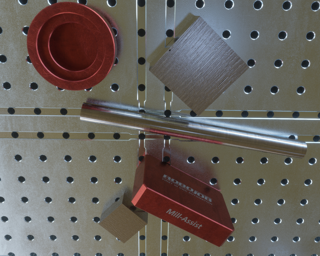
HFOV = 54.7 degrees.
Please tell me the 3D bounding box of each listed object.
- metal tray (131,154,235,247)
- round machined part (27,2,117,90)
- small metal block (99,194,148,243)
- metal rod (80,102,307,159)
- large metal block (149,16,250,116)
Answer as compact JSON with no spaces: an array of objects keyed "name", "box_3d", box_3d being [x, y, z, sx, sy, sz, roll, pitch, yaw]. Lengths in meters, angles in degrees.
[{"name":"metal tray","box_3d":[0.029,0.093,0.413,0.131,0.090,0.030,29,107,-11]},{"name":"round machined part","box_3d":[-0.100,-0.097,0.367,0.099,0.042,0.097,0,110,-1]},{"name":"small metal block","box_3d":[-0.054,0.136,0.463,0.050,0.025,0.050,-43,105,14]},{"name":"metal rod","box_3d":[0.047,0.004,0.415,0.302,0.025,0.025,10,110,-4]},{"name":"large metal block","box_3d":[0.044,-0.076,0.373,0.080,0.050,0.080,41,105,-14]}]
